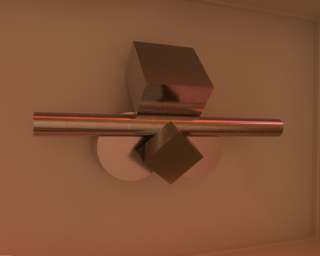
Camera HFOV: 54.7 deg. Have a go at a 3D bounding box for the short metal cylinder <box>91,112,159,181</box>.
[{"bbox_3d":[-0.041,0.021,0.382,0.081,0.050,0.079,0,90,-21],"label":"short metal cylinder"}]

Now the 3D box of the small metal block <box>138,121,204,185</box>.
[{"bbox_3d":[0.012,0.029,0.350,0.050,0.025,0.050,-41,124,6],"label":"small metal block"}]

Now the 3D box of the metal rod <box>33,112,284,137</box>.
[{"bbox_3d":[0.015,-0.002,0.363,0.303,0.025,0.025,1,90,-21],"label":"metal rod"}]

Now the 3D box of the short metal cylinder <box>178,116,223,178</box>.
[{"bbox_3d":[0.035,0.023,0.410,0.081,0.050,0.079,0,90,-21],"label":"short metal cylinder"}]

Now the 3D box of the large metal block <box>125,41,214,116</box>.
[{"bbox_3d":[0.008,-0.058,0.378,0.081,0.050,0.080,1,47,-20],"label":"large metal block"}]
